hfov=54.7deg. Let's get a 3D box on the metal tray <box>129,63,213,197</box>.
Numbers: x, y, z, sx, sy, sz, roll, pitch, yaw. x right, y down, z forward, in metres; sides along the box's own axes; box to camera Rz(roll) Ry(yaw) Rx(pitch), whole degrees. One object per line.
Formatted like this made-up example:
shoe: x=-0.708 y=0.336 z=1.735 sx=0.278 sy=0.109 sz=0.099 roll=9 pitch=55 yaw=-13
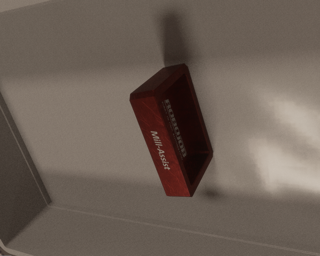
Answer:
metal tray: x=0.020 y=0.002 z=0.356 sx=0.030 sy=0.090 sz=0.129 roll=-6 pitch=116 yaw=31
